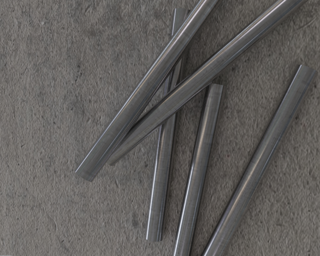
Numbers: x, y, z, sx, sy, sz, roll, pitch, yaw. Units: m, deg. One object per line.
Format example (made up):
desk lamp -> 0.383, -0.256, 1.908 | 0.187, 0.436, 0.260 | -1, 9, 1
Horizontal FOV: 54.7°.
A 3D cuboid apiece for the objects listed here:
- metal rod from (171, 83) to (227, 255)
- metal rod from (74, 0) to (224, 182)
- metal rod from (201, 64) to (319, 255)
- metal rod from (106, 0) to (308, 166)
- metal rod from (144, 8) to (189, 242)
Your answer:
metal rod -> 0.042, 0.093, 0.394 | 0.025, 0.025, 0.298 | 12, 94, 19
metal rod -> -0.003, -0.066, 0.371 | 0.025, 0.025, 0.300 | 35, 86, 16
metal rod -> 0.106, 0.068, 0.371 | 0.025, 0.025, 0.298 | 27, 99, 18
metal rod -> 0.046, -0.058, 0.372 | 0.300, 0.025, 0.025 | -40, 77, 7
metal rod -> 0.011, -0.002, 0.405 | 0.025, 0.025, 0.298 | 8, 93, 20
